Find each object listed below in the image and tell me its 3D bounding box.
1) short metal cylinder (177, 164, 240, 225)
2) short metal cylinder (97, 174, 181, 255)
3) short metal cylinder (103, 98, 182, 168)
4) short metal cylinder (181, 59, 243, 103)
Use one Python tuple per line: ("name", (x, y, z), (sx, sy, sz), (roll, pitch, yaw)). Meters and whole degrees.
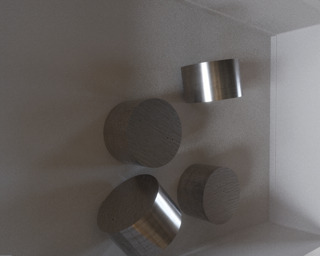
("short metal cylinder", (0.071, 0.094, 0.450), (0.081, 0.050, 0.080), (0, 90, -40))
("short metal cylinder", (-0.023, 0.099, 0.351), (0.080, 0.080, 0.050), (-49, 119, -29))
("short metal cylinder", (-0.020, 0.006, 0.373), (0.081, 0.050, 0.080), (0, 90, -40))
("short metal cylinder", (0.072, -0.065, 0.431), (0.081, 0.080, 0.050), (-14, 99, -39))
